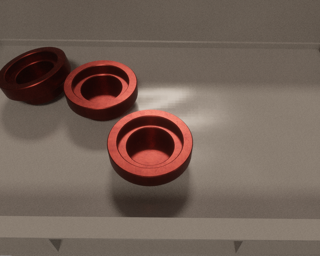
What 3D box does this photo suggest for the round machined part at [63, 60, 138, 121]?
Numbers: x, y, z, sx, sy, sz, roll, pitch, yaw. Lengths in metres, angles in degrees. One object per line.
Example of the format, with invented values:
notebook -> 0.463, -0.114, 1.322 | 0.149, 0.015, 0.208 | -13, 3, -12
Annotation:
round machined part -> -0.080, -0.048, 0.433 | 0.099, 0.042, 0.098 | 1, 50, 0

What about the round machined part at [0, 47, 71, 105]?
round machined part -> -0.174, -0.071, 0.443 | 0.098, 0.042, 0.098 | -8, 46, 8

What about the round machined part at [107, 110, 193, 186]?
round machined part -> -0.012, 0.027, 0.371 | 0.099, 0.042, 0.098 | 0, 50, 0
